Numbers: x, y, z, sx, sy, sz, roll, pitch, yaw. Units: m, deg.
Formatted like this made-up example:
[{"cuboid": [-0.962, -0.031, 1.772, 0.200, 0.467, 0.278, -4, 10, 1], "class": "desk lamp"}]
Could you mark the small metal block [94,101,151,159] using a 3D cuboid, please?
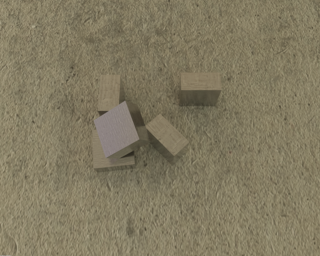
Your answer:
[{"cuboid": [-0.045, 0.003, 0.368, 0.050, 0.025, 0.050, -29, 70, 22], "class": "small metal block"}]

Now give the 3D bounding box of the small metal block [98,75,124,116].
[{"cuboid": [-0.063, -0.036, 0.407, 0.025, 0.050, 0.050, 0, 70, 0], "class": "small metal block"}]

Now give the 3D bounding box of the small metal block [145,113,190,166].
[{"cuboid": [0.008, 0.016, 0.389, 0.025, 0.050, 0.050, -42, 75, -14], "class": "small metal block"}]

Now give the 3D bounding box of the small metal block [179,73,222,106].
[{"cuboid": [0.052, -0.051, 0.414, 0.050, 0.050, 0.025, 0, 70, 0], "class": "small metal block"}]

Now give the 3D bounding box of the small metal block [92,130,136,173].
[{"cuboid": [-0.058, 0.028, 0.397, 0.050, 0.025, 0.050, -6, 70, -2], "class": "small metal block"}]
